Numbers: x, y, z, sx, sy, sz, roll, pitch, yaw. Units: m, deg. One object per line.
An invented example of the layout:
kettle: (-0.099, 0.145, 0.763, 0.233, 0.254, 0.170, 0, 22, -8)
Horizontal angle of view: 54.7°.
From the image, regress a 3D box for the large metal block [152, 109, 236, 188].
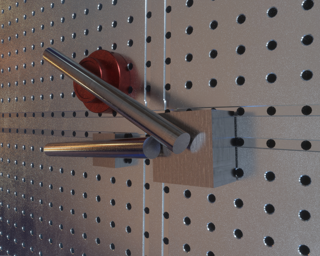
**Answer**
large metal block: (0.038, 0.022, 0.356, 0.080, 0.050, 0.079, -2, 89, 39)

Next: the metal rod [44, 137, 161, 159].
metal rod: (-0.105, 0.031, 0.458, 0.299, 0.025, 0.025, -5, 87, 50)

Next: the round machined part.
round machined part: (-0.096, -0.071, 0.474, 0.098, 0.042, 0.097, 0, 90, 39)

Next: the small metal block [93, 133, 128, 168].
small metal block: (-0.076, 0.033, 0.470, 0.050, 0.025, 0.050, 0, 90, 39)

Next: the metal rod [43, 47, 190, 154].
metal rod: (-0.077, -0.051, 0.408, 0.300, 0.025, 0.025, 34, 111, 37)
